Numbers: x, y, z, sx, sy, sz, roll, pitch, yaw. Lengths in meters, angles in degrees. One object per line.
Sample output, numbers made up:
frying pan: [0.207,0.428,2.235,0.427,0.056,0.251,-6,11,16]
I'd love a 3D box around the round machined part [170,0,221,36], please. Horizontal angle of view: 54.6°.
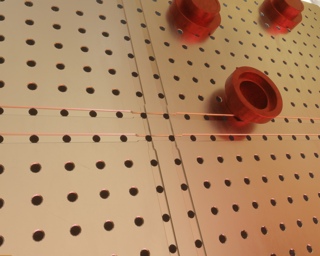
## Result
round machined part: [0.071,-0.220,0.569,0.099,0.042,0.098,13,56,-21]

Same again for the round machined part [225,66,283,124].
round machined part: [0.146,-0.049,0.505,0.099,0.042,0.098,13,56,-21]

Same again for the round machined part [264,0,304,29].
round machined part: [0.298,-0.286,0.731,0.099,0.042,0.098,13,56,-21]
